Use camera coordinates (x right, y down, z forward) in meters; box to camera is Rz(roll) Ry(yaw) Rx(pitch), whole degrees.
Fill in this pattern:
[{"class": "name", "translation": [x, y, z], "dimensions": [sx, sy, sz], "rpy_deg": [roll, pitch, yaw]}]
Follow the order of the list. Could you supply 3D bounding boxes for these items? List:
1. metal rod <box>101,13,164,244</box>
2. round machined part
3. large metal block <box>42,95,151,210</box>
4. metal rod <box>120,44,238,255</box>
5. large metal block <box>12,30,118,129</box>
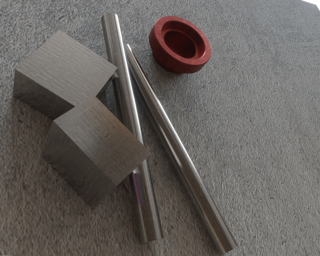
[{"class": "metal rod", "translation": [-0.039, -0.017, 0.381], "dimensions": [0.025, 0.025, 0.299], "rpy_deg": [-1, 66, -29]}, {"class": "round machined part", "translation": [0.027, -0.124, 0.485], "dimensions": [0.099, 0.042, 0.098], "rpy_deg": [14, 56, -21]}, {"class": "large metal block", "translation": [-0.068, 0.027, 0.316], "dimensions": [0.080, 0.080, 0.050], "rpy_deg": [46, 51, 3]}, {"class": "metal rod", "translation": [0.013, 0.015, 0.402], "dimensions": [0.025, 0.025, 0.299], "rpy_deg": [-16, 70, -35]}, {"class": "large metal block", "translation": [-0.109, -0.055, 0.363], "dimensions": [0.080, 0.050, 0.080], "rpy_deg": [33, 51, -7]}]
